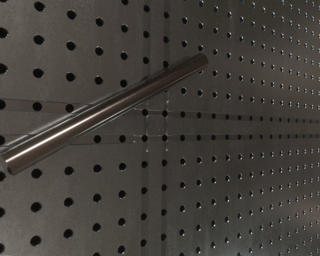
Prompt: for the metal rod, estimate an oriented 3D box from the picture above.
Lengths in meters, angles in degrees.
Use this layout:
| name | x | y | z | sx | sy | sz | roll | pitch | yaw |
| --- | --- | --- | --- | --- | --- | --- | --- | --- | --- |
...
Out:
| name | x | y | z | sx | sy | sz | roll | pitch | yaw |
| --- | --- | --- | --- | --- | --- | --- | --- | --- | --- |
| metal rod | -0.041 | -0.032 | 0.376 | 0.302 | 0.025 | 0.025 | -33 | 111 | -35 |
